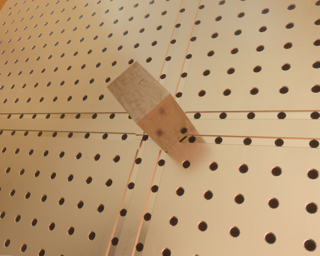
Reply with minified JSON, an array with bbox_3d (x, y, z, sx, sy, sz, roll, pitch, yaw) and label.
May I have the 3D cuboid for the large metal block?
[{"bbox_3d":[-0.011,-0.026,0.395,0.050,0.080,0.080,-42,51,0],"label":"large metal block"}]
